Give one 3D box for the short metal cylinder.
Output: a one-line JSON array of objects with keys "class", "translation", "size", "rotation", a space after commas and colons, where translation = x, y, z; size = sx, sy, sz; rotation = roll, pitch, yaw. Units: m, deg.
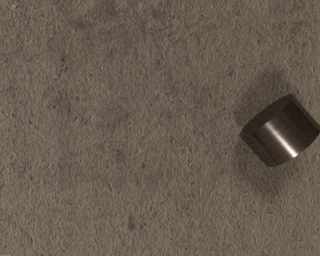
[{"class": "short metal cylinder", "translation": [0.147, 0.003, 0.385], "size": [0.080, 0.080, 0.050], "rotation": [-41, 90, 0]}]
